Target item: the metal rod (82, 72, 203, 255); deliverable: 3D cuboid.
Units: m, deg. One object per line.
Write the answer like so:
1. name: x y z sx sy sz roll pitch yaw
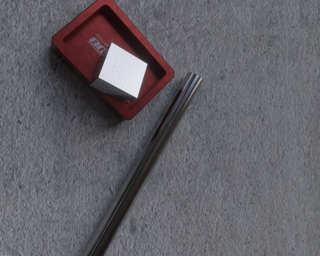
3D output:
1. metal rod: -0.025 0.058 0.400 0.025 0.025 0.300 33 79 -17

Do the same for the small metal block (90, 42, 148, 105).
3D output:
1. small metal block: -0.048 -0.064 0.367 0.050 0.025 0.050 27 62 -26

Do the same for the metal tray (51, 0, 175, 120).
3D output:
1. metal tray: -0.056 -0.084 0.386 0.090 0.030 0.130 -47 105 -14
